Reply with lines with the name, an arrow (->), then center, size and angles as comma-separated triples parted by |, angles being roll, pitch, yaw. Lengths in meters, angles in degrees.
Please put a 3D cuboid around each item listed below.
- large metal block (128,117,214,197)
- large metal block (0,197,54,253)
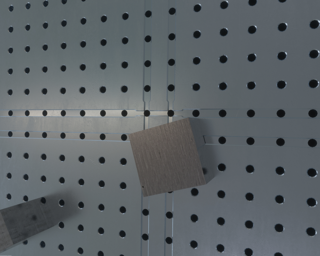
large metal block -> 0.015, 0.036, 0.394 | 0.080, 0.050, 0.080 | -16, 85, 19
large metal block -> -0.224, 0.151, 0.464 | 0.080, 0.080, 0.050 | -30, 80, 17
